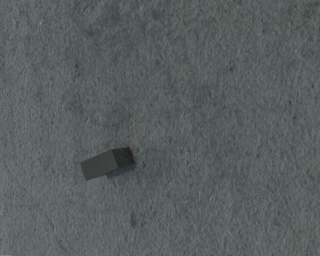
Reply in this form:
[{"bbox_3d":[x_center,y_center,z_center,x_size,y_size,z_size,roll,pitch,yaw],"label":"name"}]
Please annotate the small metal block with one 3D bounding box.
[{"bbox_3d":[-0.070,0.048,0.419,0.050,0.050,0.025,-23,83,18],"label":"small metal block"}]
